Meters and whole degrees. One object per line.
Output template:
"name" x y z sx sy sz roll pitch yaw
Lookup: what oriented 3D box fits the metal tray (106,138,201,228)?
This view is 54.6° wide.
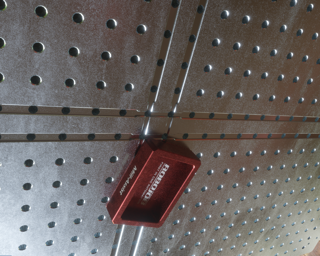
"metal tray" -0.009 0.084 0.454 0.091 0.030 0.129 19 108 -36
